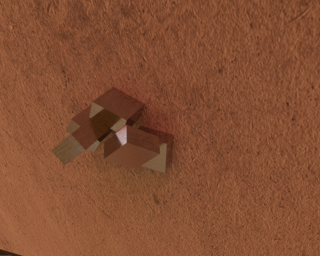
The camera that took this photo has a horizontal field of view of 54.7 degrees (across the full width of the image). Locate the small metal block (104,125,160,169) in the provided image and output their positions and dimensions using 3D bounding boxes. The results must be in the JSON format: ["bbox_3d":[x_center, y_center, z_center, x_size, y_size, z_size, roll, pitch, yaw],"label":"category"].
[{"bbox_3d":[-0.036,0.025,0.393,0.050,0.025,0.050,22,139,-35],"label":"small metal block"}]

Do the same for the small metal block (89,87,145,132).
[{"bbox_3d":[-0.055,-0.024,0.405,0.050,0.050,0.025,28,128,10],"label":"small metal block"}]

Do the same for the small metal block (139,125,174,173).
[{"bbox_3d":[-0.010,0.029,0.430,0.050,0.025,0.050,15,125,19],"label":"small metal block"}]

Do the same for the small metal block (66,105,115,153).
[{"bbox_3d":[-0.095,-0.001,0.440,0.050,0.050,0.025,39,129,2],"label":"small metal block"}]

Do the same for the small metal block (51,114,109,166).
[{"bbox_3d":[-0.099,0.015,0.387,0.050,0.050,0.025,-33,100,38],"label":"small metal block"}]
